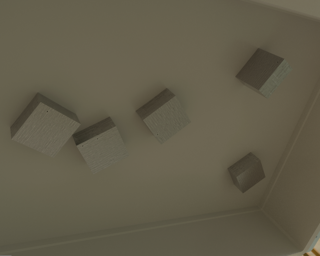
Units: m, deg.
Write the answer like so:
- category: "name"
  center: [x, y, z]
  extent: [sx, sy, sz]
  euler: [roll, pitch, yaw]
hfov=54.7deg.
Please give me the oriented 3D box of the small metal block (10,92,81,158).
- category: "small metal block"
  center: [-0.125, -0.002, 0.339]
  extent: [0.050, 0.025, 0.050]
  euler: [35, 99, -39]

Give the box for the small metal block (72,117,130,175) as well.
- category: "small metal block"
  center: [-0.072, 0.022, 0.383]
  extent: [0.050, 0.025, 0.050]
  euler: [-27, 128, -11]

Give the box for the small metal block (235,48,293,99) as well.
- category: "small metal block"
  center: [0.141, -0.075, 0.423]
  extent: [0.025, 0.050, 0.050]
  euler: [31, 101, -38]

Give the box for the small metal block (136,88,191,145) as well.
- category: "small metal block"
  center: [0.005, -0.015, 0.402]
  extent: [0.050, 0.025, 0.050]
  euler: [-37, 129, -3]

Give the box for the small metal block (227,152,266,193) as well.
- category: "small metal block"
  center: [0.151, 0.078, 0.539]
  extent: [0.050, 0.025, 0.050]
  euler: [-34, 129, -6]
